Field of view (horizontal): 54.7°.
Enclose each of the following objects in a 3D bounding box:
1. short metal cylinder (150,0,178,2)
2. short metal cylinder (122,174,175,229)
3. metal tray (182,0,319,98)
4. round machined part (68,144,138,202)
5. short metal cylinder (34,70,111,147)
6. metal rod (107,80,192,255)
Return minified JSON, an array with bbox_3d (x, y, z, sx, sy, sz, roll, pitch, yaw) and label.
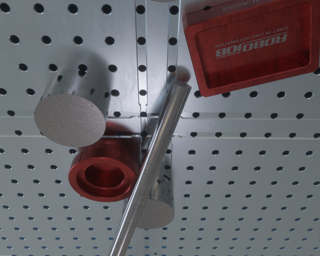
[{"bbox_3d":[0.003,-0.156,0.263,0.081,0.050,0.079,0,130,0],"label":"short metal cylinder"},{"bbox_3d":[-0.018,0.118,0.495,0.081,0.050,0.079,0,130,0],"label":"short metal cylinder"},{"bbox_3d":[0.098,-0.090,0.332,0.130,0.030,0.090,-13,129,10],"label":"metal tray"},{"bbox_3d":[-0.079,0.062,0.452,0.099,0.042,0.097,0,130,0],"label":"round machined part"},{"bbox_3d":[-0.103,-0.023,0.375,0.081,0.050,0.079,0,130,0],"label":"short metal cylinder"},{"bbox_3d":[-0.023,0.077,0.425,0.025,0.025,0.298,15,113,-13],"label":"metal rod"}]
